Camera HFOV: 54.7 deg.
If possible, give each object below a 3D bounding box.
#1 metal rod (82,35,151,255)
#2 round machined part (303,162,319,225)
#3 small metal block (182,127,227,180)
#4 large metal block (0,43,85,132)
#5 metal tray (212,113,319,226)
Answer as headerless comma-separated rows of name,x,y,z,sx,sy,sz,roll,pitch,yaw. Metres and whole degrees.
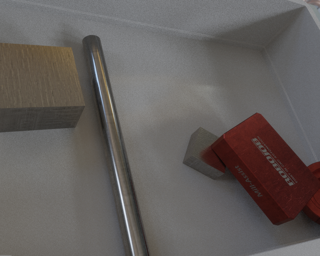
metal rod,-0.057,0.012,0.368,0.025,0.025,0.299,-2,63,-30
round machined part,0.249,0.101,0.453,0.099,0.042,0.098,-3,55,5
small metal block,0.064,0.034,0.421,0.050,0.025,0.050,29,52,-10
large metal block,-0.137,-0.044,0.344,0.081,0.050,0.080,-4,64,-31
metal tray,0.143,0.050,0.414,0.091,0.030,0.130,-28,74,-37
